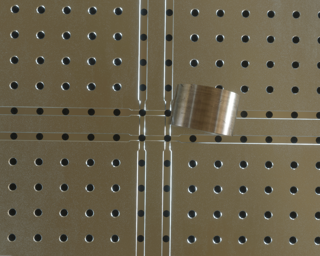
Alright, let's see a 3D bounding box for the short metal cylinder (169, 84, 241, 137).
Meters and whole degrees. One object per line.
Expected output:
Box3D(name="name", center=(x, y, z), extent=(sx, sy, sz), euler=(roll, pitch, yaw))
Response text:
Box3D(name="short metal cylinder", center=(0.055, -0.021, 0.387), extent=(0.080, 0.080, 0.050), euler=(11, 90, -1))
